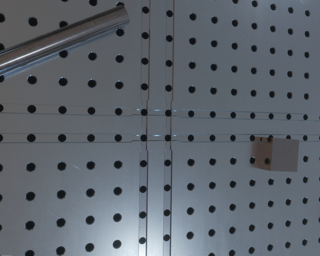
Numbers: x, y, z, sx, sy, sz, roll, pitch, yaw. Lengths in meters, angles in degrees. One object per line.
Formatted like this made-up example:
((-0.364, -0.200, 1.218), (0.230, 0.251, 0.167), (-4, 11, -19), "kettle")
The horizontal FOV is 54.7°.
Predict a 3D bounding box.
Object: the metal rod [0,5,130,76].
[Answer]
((-0.171, -0.076, 0.349), (0.302, 0.025, 0.025), (-29, 100, -18), "metal rod")

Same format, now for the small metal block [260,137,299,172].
((0.186, 0.041, 0.481), (0.050, 0.025, 0.050), (5, 88, -20), "small metal block")
